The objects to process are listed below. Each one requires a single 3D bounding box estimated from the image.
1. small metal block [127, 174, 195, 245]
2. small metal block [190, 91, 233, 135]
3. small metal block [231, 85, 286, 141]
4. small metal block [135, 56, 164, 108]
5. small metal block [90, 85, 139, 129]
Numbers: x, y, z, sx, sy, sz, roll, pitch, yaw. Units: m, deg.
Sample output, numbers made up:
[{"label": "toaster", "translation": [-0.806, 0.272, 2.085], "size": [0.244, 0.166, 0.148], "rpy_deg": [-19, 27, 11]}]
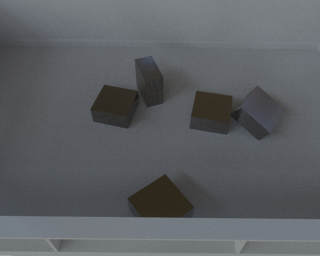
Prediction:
[{"label": "small metal block", "translation": [0.001, 0.086, 0.333], "size": [0.050, 0.025, 0.050], "rpy_deg": [-29, 56, -23]}, {"label": "small metal block", "translation": [0.070, -0.022, 0.424], "size": [0.050, 0.025, 0.050], "rpy_deg": [10, 51, 8]}, {"label": "small metal block", "translation": [0.131, -0.021, 0.413], "size": [0.050, 0.025, 0.050], "rpy_deg": [42, 59, 4]}, {"label": "small metal block", "translation": [-0.015, -0.066, 0.445], "size": [0.025, 0.050, 0.050], "rpy_deg": [-15, 52, -13]}, {"label": "small metal block", "translation": [-0.061, -0.030, 0.430], "size": [0.050, 0.025, 0.050], "rpy_deg": [12, 51, 9]}]
